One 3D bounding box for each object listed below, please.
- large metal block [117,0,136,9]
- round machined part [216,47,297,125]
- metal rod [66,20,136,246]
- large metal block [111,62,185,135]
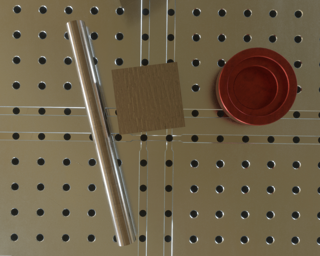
[{"bbox_3d":[-0.031,-0.206,0.385,0.080,0.080,0.050,-32,90,0],"label":"large metal block"},{"bbox_3d":[0.122,-0.052,0.406,0.099,0.042,0.097,0,90,0],"label":"round machined part"},{"bbox_3d":[-0.078,0.007,0.412,0.025,0.025,0.298,-13,90,0],"label":"metal rod"},{"bbox_3d":[-0.014,-0.036,0.401,0.080,0.050,0.080,-7,90,0],"label":"large metal block"}]
